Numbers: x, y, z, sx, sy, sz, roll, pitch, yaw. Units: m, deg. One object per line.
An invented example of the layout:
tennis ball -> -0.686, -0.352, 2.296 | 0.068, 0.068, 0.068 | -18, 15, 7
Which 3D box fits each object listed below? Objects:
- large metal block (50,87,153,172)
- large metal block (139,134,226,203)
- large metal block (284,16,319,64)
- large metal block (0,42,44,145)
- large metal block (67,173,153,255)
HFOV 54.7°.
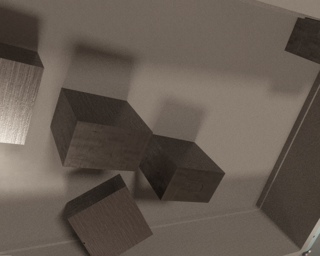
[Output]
large metal block -> -0.067, 0.002, 0.339 | 0.081, 0.080, 0.050 | 9, 114, -33
large metal block -> 0.026, 0.055, 0.423 | 0.081, 0.080, 0.050 | 12, 112, -34
large metal block -> 0.242, -0.117, 0.436 | 0.081, 0.080, 0.050 | 1, 118, -29
large metal block -> -0.161, -0.036, 0.283 | 0.081, 0.050, 0.079 | 10, 114, -33
large metal block -> -0.068, 0.121, 0.415 | 0.080, 0.050, 0.080 | -29, 107, -11
